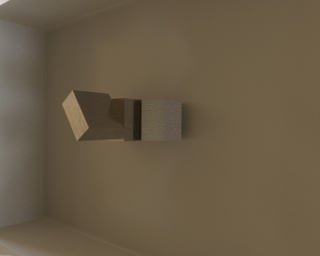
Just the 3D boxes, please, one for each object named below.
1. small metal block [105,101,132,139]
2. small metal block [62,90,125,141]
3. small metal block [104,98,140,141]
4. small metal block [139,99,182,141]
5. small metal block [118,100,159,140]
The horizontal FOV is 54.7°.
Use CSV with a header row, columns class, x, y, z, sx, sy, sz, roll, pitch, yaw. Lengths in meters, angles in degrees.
class,x,y,z,sx,sy,sz,roll,pitch,yaw
small metal block,-0.057,-0.011,0.432,0.025,0.050,0.050,1,91,7
small metal block,-0.075,-0.014,0.352,0.025,0.050,0.050,-43,64,32
small metal block,-0.052,-0.010,0.381,0.050,0.025,0.050,1,90,40
small metal block,-0.001,-0.009,0.386,0.025,0.050,0.050,-178,88,-74
small metal block,-0.028,-0.010,0.411,0.025,0.050,0.050,1,91,40
